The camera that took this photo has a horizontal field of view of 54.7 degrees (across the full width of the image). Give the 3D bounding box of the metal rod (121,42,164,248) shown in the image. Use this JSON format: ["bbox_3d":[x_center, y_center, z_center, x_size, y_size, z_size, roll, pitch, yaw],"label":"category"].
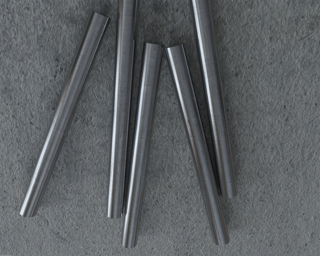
[{"bbox_3d":[-0.027,0.037,0.422,0.025,0.025,0.298,7,110,-3],"label":"metal rod"}]

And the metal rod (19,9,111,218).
[{"bbox_3d":[-0.131,-0.005,0.406,0.025,0.025,0.298,23,108,-8],"label":"metal rod"}]

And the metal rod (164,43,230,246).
[{"bbox_3d":[0.056,0.036,0.423,0.025,0.025,0.298,-14,110,5],"label":"metal rod"}]

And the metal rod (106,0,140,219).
[{"bbox_3d":[-0.051,-0.013,0.404,0.025,0.025,0.298,6,110,-2],"label":"metal rod"}]

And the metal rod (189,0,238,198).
[{"bbox_3d":[0.069,-0.043,0.394,0.025,0.025,0.298,-11,110,4],"label":"metal rod"}]
